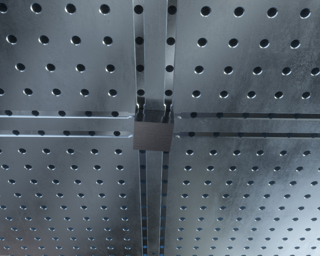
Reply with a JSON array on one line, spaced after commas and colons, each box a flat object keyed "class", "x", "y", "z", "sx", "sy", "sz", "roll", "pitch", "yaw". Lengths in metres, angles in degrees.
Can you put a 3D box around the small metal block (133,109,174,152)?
[{"class": "small metal block", "x": -0.009, "y": 0.004, "z": 0.414, "sx": 0.050, "sy": 0.025, "sz": 0.050, "roll": 4, "pitch": 130, "yaw": -4}]
